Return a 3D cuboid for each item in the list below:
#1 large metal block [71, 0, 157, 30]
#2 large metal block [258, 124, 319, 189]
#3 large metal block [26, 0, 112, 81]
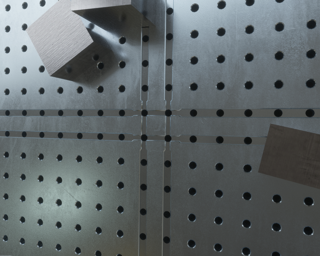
[{"bbox_3d":[-0.056,-0.167,0.402,0.080,0.080,0.050,2,91,19],"label":"large metal block"},{"bbox_3d":[0.153,0.029,0.330,0.080,0.080,0.050,14,95,19],"label":"large metal block"},{"bbox_3d":[-0.130,-0.126,0.444,0.080,0.050,0.080,-33,80,16],"label":"large metal block"}]
